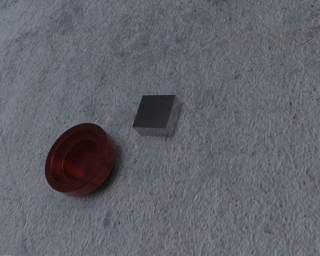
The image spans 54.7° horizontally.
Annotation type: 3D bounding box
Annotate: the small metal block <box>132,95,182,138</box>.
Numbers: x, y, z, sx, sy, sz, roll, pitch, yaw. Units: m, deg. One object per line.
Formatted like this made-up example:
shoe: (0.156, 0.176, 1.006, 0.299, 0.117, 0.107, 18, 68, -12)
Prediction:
small metal block: (-0.003, -0.016, 0.414, 0.050, 0.025, 0.050, 2, 63, 29)

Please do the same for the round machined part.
round machined part: (-0.101, 0.045, 0.416, 0.098, 0.042, 0.098, -13, 56, 20)
